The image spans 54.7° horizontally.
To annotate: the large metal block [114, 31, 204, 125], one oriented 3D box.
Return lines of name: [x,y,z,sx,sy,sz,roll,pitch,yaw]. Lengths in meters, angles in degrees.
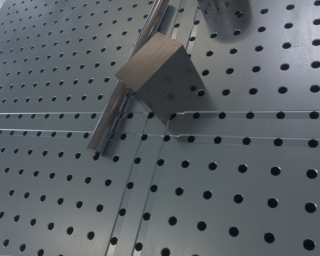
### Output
large metal block: [0.001,-0.065,0.412,0.080,0.080,0.050,-46,51,-4]

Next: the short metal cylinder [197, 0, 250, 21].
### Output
short metal cylinder: [0.094,-0.212,0.473,0.080,0.050,0.080,-13,56,21]

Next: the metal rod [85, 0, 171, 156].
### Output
metal rod: [-0.043,-0.097,0.490,0.025,0.025,0.300,8,65,31]
